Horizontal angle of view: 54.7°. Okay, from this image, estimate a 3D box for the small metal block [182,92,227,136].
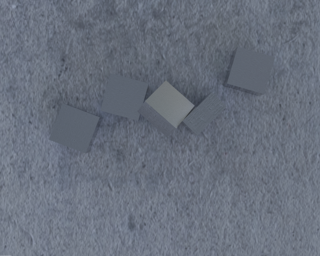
[{"bbox_3d":[0.054,-0.017,0.398,0.050,0.050,0.025,-45,91,0],"label":"small metal block"}]

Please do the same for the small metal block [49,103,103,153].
[{"bbox_3d":[-0.110,0.000,0.409,0.050,0.025,0.050,21,90,-1],"label":"small metal block"}]

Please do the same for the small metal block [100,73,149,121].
[{"bbox_3d":[-0.046,-0.040,0.409,0.050,0.025,0.050,15,90,0],"label":"small metal block"}]

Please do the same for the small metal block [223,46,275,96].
[{"bbox_3d":[0.117,-0.074,0.412,0.050,0.025,0.050,16,90,-1],"label":"small metal block"}]

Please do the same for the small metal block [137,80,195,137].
[{"bbox_3d":[0.008,-0.025,0.397,0.050,0.025,0.050,41,52,-1],"label":"small metal block"}]
